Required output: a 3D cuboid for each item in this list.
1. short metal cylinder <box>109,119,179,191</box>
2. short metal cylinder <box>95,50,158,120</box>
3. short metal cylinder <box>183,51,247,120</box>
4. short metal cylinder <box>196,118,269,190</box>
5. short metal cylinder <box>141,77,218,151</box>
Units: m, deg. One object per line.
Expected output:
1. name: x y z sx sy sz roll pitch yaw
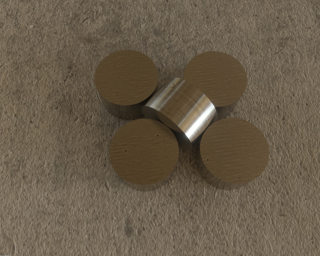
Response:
1. short metal cylinder: -0.018 0.035 0.382 0.081 0.050 0.080 0 70 0
2. short metal cylinder: -0.043 -0.057 0.415 0.081 0.050 0.080 0 70 0
3. short metal cylinder: 0.070 -0.055 0.415 0.081 0.050 0.080 0 70 0
4. short metal cylinder: 0.087 0.033 0.384 0.081 0.050 0.080 0 70 0
5. short metal cylinder: 0.024 -0.017 0.387 0.080 0.080 0.050 38 74 12
